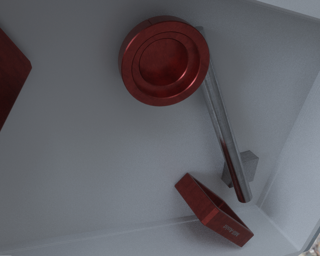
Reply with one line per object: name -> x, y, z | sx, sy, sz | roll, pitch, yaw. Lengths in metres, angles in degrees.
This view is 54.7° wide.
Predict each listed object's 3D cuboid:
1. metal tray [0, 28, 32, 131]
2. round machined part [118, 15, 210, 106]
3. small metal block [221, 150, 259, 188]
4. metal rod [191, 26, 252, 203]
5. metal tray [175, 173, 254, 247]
metal tray -> -0.154, -0.041, 0.231 | 0.030, 0.130, 0.090 | -20, 131, 16
round machined part -> 0.002, -0.076, 0.346 | 0.099, 0.042, 0.097 | -10, 126, -13
small metal block -> 0.136, 0.070, 0.529 | 0.050, 0.025, 0.050 | -11, 123, -23
metal rod -> 0.091, 0.002, 0.441 | 0.025, 0.025, 0.299 | -30, 123, -9
metal tray -> 0.088, 0.133, 0.499 | 0.030, 0.090, 0.130 | -46, 130, 4
